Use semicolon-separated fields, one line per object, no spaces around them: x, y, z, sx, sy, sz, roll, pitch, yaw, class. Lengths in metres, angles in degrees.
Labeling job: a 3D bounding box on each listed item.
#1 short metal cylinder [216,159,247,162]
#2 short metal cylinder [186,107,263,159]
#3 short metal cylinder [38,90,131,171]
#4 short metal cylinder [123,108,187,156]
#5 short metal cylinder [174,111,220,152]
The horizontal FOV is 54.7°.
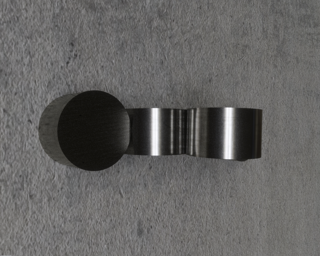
0.108;0.010;0.479;0.081;0.050;0.080;-1;91;-40;short metal cylinder
0.069;0.005;0.338;0.081;0.080;0.050;1;91;-40;short metal cylinder
-0.078;0.002;0.324;0.081;0.050;0.080;0;91;-40;short metal cylinder
-0.006;0.004;0.365;0.081;0.080;0.050;0;90;-40;short metal cylinder
0.055;0.005;0.417;0.081;0.080;0.050;0;89;-40;short metal cylinder
